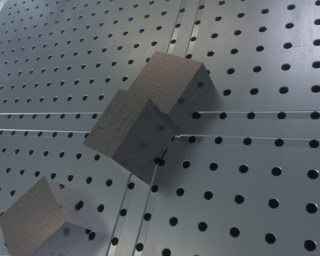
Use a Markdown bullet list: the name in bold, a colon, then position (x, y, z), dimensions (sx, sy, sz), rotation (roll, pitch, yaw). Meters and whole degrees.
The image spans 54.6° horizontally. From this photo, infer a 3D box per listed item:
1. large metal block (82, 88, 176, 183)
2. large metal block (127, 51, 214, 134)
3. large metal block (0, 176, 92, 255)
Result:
- **large metal block**: position (-0.034, 0.011, 0.385), dimensions (0.050, 0.080, 0.080), rotation (21, 73, 36)
- **large metal block**: position (0.013, -0.050, 0.417), dimensions (0.080, 0.050, 0.080), rotation (24, 75, 36)
- **large metal block**: position (-0.147, 0.123, 0.396), dimensions (0.080, 0.050, 0.080), rotation (-43, 51, -2)
